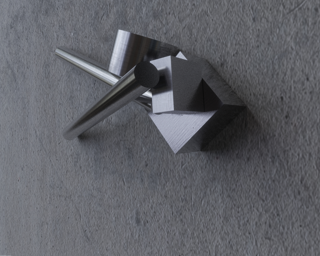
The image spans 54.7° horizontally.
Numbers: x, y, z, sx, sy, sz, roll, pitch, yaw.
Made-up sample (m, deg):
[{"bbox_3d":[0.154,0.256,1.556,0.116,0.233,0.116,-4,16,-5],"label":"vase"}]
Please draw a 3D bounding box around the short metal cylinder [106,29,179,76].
[{"bbox_3d":[-0.022,-0.088,0.389,0.080,0.081,0.050,26,107,36],"label":"short metal cylinder"}]

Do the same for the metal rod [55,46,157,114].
[{"bbox_3d":[-0.086,-0.079,0.438,0.300,0.025,0.025,32,110,47],"label":"metal rod"}]

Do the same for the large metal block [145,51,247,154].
[{"bbox_3d":[0.036,-0.028,0.357,0.080,0.050,0.080,-49,61,30],"label":"large metal block"}]

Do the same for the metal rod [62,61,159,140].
[{"bbox_3d":[-0.083,-0.019,0.403,0.299,0.025,0.025,-22,76,59],"label":"metal rod"}]

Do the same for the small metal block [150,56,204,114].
[{"bbox_3d":[0.018,-0.040,0.305,0.025,0.050,0.050,-5,87,40],"label":"small metal block"}]
